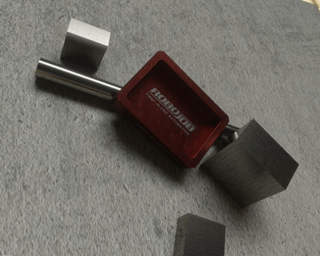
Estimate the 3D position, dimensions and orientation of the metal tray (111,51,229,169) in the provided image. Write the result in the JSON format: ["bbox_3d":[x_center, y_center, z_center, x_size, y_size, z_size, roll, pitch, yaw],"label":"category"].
[{"bbox_3d":[0.016,-0.022,0.395,0.130,0.030,0.090,44,68,-10],"label":"metal tray"}]

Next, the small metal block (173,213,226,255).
[{"bbox_3d":[0.045,0.130,0.350,0.050,0.025,0.050,23,53,-15],"label":"small metal block"}]

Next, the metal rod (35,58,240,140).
[{"bbox_3d":[-0.009,-0.028,0.417,0.302,0.025,0.025,18,55,-18],"label":"metal rod"}]

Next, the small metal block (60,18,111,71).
[{"bbox_3d":[-0.097,-0.107,0.402,0.050,0.050,0.025,16,55,-20],"label":"small metal block"}]

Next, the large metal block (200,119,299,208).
[{"bbox_3d":[0.114,0.048,0.403,0.080,0.080,0.050,46,51,3],"label":"large metal block"}]
